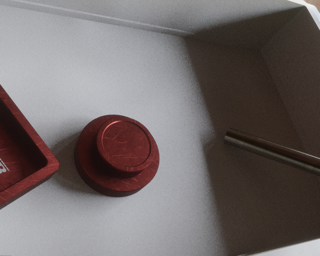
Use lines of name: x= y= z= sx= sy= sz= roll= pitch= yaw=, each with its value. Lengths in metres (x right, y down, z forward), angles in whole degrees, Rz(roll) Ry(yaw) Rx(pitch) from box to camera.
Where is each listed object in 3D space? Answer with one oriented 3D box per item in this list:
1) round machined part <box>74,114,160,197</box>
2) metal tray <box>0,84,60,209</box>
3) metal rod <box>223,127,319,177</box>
round machined part: x=-0.045 y=0.026 z=0.356 sx=0.099 sy=0.042 sz=0.098 roll=14 pitch=56 yaw=-21
metal tray: x=-0.169 y=0.011 z=0.286 sx=0.130 sy=0.030 sz=0.091 roll=52 pitch=41 yaw=2
metal rod: x=0.233 y=0.059 z=0.412 sx=0.301 sy=0.025 sz=0.025 roll=20 pitch=49 yaw=17
